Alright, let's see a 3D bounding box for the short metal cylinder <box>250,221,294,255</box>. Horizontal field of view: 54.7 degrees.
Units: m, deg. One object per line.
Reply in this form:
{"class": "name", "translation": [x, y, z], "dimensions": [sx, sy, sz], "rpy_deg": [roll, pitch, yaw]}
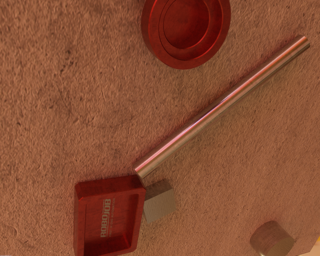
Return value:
{"class": "short metal cylinder", "translation": [0.248, 0.254, 0.687], "dimensions": [0.081, 0.050, 0.079], "rpy_deg": [-14, 125, -21]}

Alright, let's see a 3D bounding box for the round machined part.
{"class": "round machined part", "translation": [0.025, -0.117, 0.338], "dimensions": [0.099, 0.042, 0.097], "rpy_deg": [-14, 125, -21]}

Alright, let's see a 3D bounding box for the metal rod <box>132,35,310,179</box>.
{"class": "metal rod", "translation": [0.088, -0.031, 0.437], "dimensions": [0.301, 0.025, 0.025], "rpy_deg": [-38, 130, -3]}

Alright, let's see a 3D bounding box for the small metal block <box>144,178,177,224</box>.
{"class": "small metal block", "translation": [-0.005, 0.112, 0.475], "dimensions": [0.050, 0.025, 0.050], "rpy_deg": [-22, 127, -16]}

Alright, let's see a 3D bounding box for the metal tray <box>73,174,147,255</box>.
{"class": "metal tray", "translation": [-0.074, 0.131, 0.441], "dimensions": [0.091, 0.030, 0.129], "rpy_deg": [-4, 122, -24]}
